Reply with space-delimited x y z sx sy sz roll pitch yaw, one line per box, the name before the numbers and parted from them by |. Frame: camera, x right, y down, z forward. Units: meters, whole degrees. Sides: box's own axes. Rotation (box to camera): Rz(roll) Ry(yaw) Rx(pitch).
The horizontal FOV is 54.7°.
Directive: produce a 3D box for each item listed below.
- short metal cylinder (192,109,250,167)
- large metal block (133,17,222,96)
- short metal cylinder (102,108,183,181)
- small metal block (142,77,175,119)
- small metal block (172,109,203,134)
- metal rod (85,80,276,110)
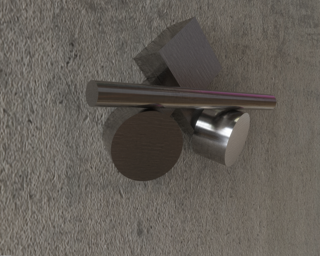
short metal cylinder | 0.089 0.009 0.446 0.081 0.050 0.079 -36 137 -43
large metal block | 0.026 -0.085 0.408 0.080 0.050 0.080 -50 120 -28
short metal cylinder | -0.021 0.013 0.353 0.081 0.050 0.079 -6 109 -19
small metal block | -0.012 -0.029 0.396 0.050 0.025 0.050 -51 120 -29
small metal block | 0.044 -0.027 0.442 0.050 0.025 0.050 -51 120 -28
metal rod | 0.053 -0.036 0.383 0.302 0.025 0.025 -2 92 -40
